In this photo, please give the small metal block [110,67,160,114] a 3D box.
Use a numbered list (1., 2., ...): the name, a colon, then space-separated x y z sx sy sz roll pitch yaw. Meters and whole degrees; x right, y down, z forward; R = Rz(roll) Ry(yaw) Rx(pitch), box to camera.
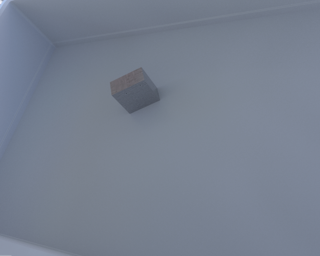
1. small metal block: -0.035 -0.052 0.438 0.050 0.050 0.025 -23 54 14
